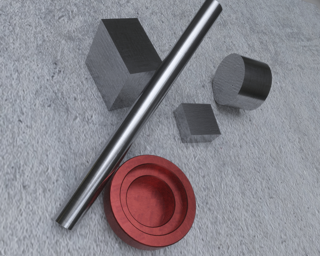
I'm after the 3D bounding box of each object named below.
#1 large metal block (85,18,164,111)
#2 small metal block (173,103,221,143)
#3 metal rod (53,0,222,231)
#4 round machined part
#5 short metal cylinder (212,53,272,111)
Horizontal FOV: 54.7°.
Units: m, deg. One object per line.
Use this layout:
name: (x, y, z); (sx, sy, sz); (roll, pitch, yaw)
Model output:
large metal block: (-0.047, -0.080, 0.393); (0.050, 0.080, 0.080); (-16, 71, -35)
small metal block: (0.052, -0.007, 0.438); (0.050, 0.025, 0.050); (0, 62, -29)
metal rod: (-0.014, -0.028, 0.340); (0.025, 0.025, 0.300); (35, 74, -6)
round machined part: (-0.014, 0.082, 0.337); (0.099, 0.042, 0.098); (14, 56, -21)
short metal cylinder: (0.126, -0.070, 0.482); (0.050, 0.080, 0.080); (10, 57, -23)
